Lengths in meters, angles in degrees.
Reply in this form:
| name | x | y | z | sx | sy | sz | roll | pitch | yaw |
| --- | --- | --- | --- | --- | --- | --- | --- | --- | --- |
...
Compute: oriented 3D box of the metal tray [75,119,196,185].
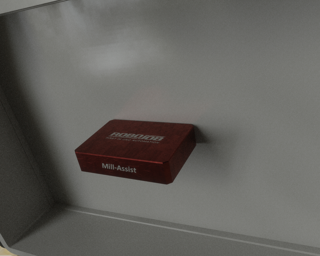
| name | x | y | z | sx | sy | sz | roll | pitch | yaw |
| --- | --- | --- | --- | --- | --- | --- | --- | --- | --- |
| metal tray | -0.030 | 0.025 | 0.398 | 0.130 | 0.090 | 0.030 | 4 | 120 | 26 |
